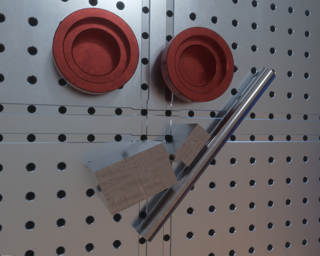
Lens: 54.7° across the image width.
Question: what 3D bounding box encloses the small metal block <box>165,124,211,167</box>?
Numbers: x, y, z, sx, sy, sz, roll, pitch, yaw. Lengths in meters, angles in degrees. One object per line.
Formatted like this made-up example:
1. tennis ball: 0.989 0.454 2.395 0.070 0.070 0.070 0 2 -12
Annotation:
1. small metal block: 0.033 0.021 0.412 0.025 0.050 0.050 42 77 -15

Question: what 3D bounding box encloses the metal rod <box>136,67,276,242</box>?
1. metal rod: 0.071 0.029 0.438 0.025 0.025 0.300 43 76 -15

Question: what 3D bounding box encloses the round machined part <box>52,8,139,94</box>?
1. round machined part: -0.078 -0.089 0.374 0.099 0.042 0.097 0 90 -20

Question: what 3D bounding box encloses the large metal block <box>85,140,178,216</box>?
1. large metal block: -0.037 0.053 0.370 0.081 0.080 0.050 -23 98 -19

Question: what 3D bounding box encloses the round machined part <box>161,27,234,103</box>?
1. round machined part: 0.047 -0.083 0.421 0.099 0.042 0.097 0 90 -20
